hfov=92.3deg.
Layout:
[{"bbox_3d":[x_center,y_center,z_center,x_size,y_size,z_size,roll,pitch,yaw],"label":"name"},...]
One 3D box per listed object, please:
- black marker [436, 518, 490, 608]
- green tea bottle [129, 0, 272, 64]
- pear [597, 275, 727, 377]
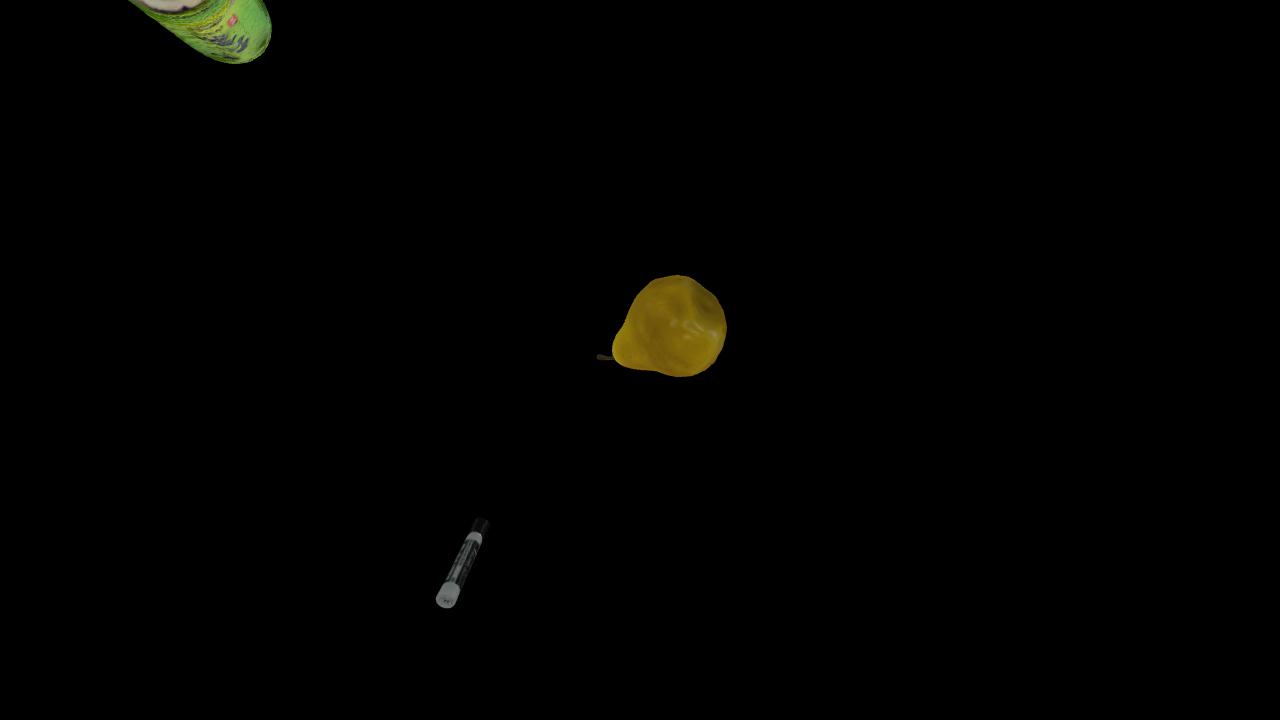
[{"bbox_3d":[-0.178,0.201,0.627,0.020,0.020,0.121,0,22,3],"label":"black marker"},{"bbox_3d":[-0.326,-0.271,0.467,0.073,0.073,0.212,0,14,-18],"label":"green tea bottle"},{"bbox_3d":[0.013,-0.014,0.488,0.080,0.080,0.111,0,-29,-47],"label":"pear"}]
